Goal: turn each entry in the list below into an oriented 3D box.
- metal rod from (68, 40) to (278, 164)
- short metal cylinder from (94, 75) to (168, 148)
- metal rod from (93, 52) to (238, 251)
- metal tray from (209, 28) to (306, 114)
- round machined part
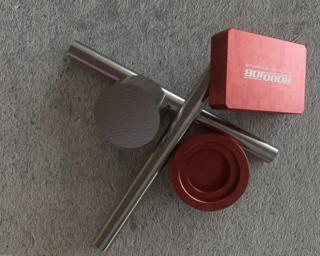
[{"bbox_3d":[0.017,-0.034,0.412,0.301,0.025,0.025,28,90,0],"label":"metal rod"},{"bbox_3d":[-0.034,-0.022,0.385,0.080,0.050,0.079,4,111,11],"label":"short metal cylinder"},{"bbox_3d":[0.004,0.030,0.394,0.025,0.025,0.299,33,96,0],"label":"metal rod"},{"bbox_3d":[0.123,-0.064,0.381,0.131,0.030,0.089,2,90,-28],"label":"metal tray"},{"bbox_3d":[0.062,0.055,0.403,0.099,0.042,0.097,0,90,0],"label":"round machined part"}]
